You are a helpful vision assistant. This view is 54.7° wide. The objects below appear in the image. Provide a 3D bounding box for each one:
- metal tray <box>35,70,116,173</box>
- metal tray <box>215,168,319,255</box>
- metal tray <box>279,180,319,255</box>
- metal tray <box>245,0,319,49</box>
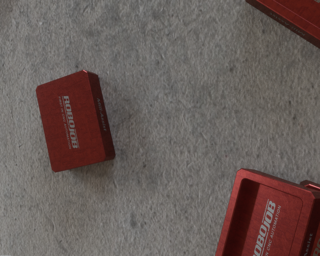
[{"bbox_3d":[-0.123,-0.008,0.448,0.090,0.030,0.129,-15,85,19],"label":"metal tray"},{"bbox_3d":[0.115,0.119,0.341,0.090,0.030,0.129,16,93,47],"label":"metal tray"},{"bbox_3d":[0.182,0.134,0.342,0.090,0.030,0.129,20,96,18],"label":"metal tray"},{"bbox_3d":[0.172,-0.154,0.345,0.130,0.030,0.090,40,102,15],"label":"metal tray"}]
